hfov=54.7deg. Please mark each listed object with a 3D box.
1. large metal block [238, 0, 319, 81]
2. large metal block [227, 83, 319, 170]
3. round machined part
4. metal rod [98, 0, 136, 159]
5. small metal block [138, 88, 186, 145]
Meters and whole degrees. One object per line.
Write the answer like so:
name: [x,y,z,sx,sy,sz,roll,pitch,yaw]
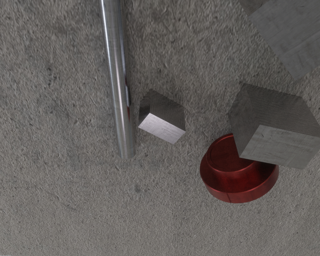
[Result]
large metal block: [0.115,-0.104,0.283,0.050,0.080,0.080,-35,122,26]
large metal block: [0.134,-0.003,0.370,0.081,0.080,0.050,12,129,-10]
round machined part: [0.098,0.044,0.397,0.098,0.098,0.042,-17,127,14]
metal rod: [-0.047,-0.079,0.339,0.025,0.025,0.298,0,130,0]
small metal block: [0.002,-0.014,0.378,0.050,0.050,0.025,27,125,-21]
